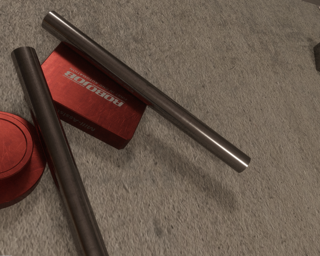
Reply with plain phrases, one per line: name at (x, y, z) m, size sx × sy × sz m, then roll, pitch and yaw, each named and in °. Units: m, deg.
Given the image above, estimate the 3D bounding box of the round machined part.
round machined part at (-0.159, 0.024, 0.293) m, size 0.099 × 0.042 × 0.098 m, roll 14°, pitch 56°, yaw -21°

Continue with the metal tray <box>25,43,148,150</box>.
metal tray at (-0.083, -0.042, 0.382) m, size 0.131 × 0.030 × 0.090 m, roll 29°, pitch 52°, yaw -10°

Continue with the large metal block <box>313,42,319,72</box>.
large metal block at (0.403, -0.156, 0.705) m, size 0.080 × 0.050 × 0.080 m, roll 25°, pitch 53°, yaw -14°

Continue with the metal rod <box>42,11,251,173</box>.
metal rod at (-0.013, -0.042, 0.384) m, size 0.301 × 0.025 × 0.025 m, roll 36°, pitch 51°, yaw -4°

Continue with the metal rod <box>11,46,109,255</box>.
metal rod at (-0.088, 0.055, 0.301) m, size 0.025 × 0.025 × 0.299 m, roll -15°, pitch 77°, yaw -35°
